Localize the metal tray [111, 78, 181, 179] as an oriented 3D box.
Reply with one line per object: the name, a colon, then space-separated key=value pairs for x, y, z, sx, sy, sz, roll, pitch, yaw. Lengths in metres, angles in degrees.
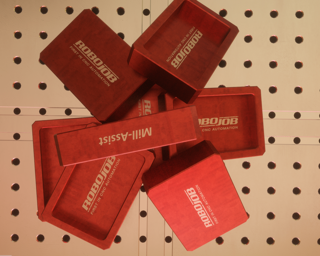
metal tray: x=-0.018 y=0.000 z=0.410 sx=0.091 sy=0.030 sz=0.129 roll=-4 pitch=88 yaw=-2

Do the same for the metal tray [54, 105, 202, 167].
metal tray: x=-0.027 y=0.007 z=0.316 sx=0.131 sy=0.090 sz=0.030 roll=-12 pitch=90 yaw=4

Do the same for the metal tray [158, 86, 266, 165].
metal tray: x=0.067 y=-0.005 z=0.393 sx=0.131 sy=0.030 sz=0.090 roll=-4 pitch=90 yaw=-17

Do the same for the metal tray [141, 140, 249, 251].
metal tray: x=0.046 y=0.087 z=0.378 sx=0.090 sy=0.030 sz=0.130 roll=-29 pitch=123 yaw=0

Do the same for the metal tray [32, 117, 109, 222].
metal tray: x=-0.115 y=0.052 z=0.410 sx=0.090 sy=0.030 sz=0.129 roll=-4 pitch=89 yaw=-1

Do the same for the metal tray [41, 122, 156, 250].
metal tray: x=-0.073 y=0.069 z=0.380 sx=0.090 sy=0.030 sz=0.130 roll=27 pitch=90 yaw=0

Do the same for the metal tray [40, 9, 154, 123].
metal tray: x=-0.078 y=-0.077 z=0.394 sx=0.090 sy=0.030 sz=0.130 roll=-45 pitch=75 yaw=0

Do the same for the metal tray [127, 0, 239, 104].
metal tray: x=0.032 y=-0.101 z=0.377 sx=0.090 sy=0.030 sz=0.130 roll=34 pitch=57 yaw=0
